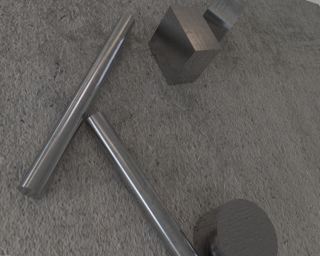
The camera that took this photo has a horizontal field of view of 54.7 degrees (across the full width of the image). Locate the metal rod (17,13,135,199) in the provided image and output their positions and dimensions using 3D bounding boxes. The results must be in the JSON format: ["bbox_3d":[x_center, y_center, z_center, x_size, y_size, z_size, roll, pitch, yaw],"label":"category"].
[{"bbox_3d":[-0.087,-0.052,0.387,0.025,0.025,0.300,27,52,-12],"label":"metal rod"}]

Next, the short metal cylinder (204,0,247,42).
[{"bbox_3d":[0.107,-0.201,0.549,0.050,0.080,0.080,34,51,-6],"label":"short metal cylinder"}]

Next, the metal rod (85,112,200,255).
[{"bbox_3d":[0.007,0.108,0.340,0.025,0.025,0.299,-27,77,-37],"label":"metal rod"}]

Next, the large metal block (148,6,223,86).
[{"bbox_3d":[0.034,-0.121,0.461,0.050,0.080,0.080,-13,69,-33],"label":"large metal block"}]

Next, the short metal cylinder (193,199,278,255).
[{"bbox_3d":[0.086,0.128,0.356,0.081,0.050,0.080,14,56,-21],"label":"short metal cylinder"}]
